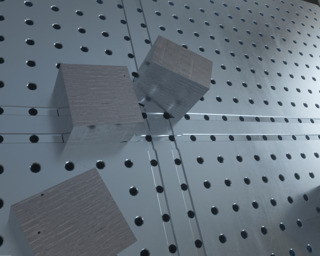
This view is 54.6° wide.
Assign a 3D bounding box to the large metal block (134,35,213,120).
[{"bbox_3d":[0.014,-0.064,0.419,0.080,0.080,0.050,23,54,-15],"label":"large metal block"}]

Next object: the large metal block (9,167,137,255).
[{"bbox_3d":[-0.082,0.095,0.289,0.081,0.050,0.080,-23,74,-36],"label":"large metal block"}]

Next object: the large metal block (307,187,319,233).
[{"bbox_3d":[0.278,0.131,0.461,0.080,0.050,0.080,45,51,3],"label":"large metal block"}]

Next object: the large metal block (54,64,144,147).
[{"bbox_3d":[-0.075,-0.028,0.368,0.081,0.050,0.080,-4,64,-30],"label":"large metal block"}]
